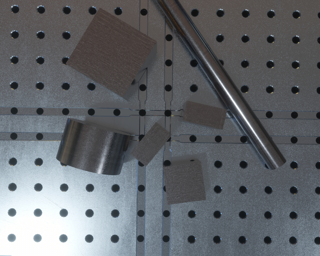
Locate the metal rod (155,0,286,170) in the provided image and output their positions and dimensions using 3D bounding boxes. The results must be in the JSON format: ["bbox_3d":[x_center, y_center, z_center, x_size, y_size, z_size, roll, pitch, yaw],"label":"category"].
[{"bbox_3d":[0.074,-0.075,0.414,0.025,0.025,0.299,-34,90,0],"label":"metal rod"}]

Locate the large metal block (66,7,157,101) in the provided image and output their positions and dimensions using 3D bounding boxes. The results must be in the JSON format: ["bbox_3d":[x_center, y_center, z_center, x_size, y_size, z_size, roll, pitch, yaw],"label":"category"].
[{"bbox_3d":[-0.059,-0.092,0.400,0.080,0.050,0.080,31,90,-1],"label":"large metal block"}]

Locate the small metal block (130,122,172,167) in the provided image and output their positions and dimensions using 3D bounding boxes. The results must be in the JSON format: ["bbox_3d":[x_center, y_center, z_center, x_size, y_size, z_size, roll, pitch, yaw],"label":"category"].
[{"bbox_3d":[-0.011,0.020,0.401,0.025,0.050,0.050,39,90,-1],"label":"small metal block"}]

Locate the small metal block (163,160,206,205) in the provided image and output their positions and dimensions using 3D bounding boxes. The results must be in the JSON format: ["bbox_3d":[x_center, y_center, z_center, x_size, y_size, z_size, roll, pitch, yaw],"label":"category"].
[{"bbox_3d":[0.032,0.072,0.414,0.050,0.025,0.050,-7,90,-1],"label":"small metal block"}]

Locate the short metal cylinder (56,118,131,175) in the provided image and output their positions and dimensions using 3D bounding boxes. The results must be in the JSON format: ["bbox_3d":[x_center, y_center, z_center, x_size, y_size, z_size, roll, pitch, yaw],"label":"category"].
[{"bbox_3d":[-0.081,0.022,0.385,0.080,0.080,0.050,16,90,-1],"label":"short metal cylinder"}]

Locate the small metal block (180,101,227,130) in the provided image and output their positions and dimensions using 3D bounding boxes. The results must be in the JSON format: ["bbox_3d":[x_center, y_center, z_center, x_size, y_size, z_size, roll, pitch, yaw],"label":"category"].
[{"bbox_3d":[0.055,-0.016,0.402,0.050,0.050,0.025,13,90,-1],"label":"small metal block"}]
